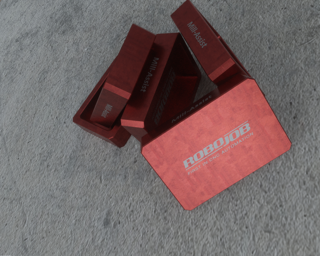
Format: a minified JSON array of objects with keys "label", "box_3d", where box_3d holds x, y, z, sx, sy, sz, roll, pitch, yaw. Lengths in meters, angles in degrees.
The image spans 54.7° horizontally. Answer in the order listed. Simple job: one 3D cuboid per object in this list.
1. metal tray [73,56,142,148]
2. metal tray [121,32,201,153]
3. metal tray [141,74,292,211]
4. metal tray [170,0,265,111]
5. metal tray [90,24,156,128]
[{"label":"metal tray","box_3d":[-0.059,-0.044,0.458,0.090,0.030,0.130,22,73,35]},{"label":"metal tray","box_3d":[0.008,-0.040,0.383,0.030,0.090,0.130,7,65,31]},{"label":"metal tray","box_3d":[0.057,0.016,0.323,0.130,0.090,0.030,-34,17,6]},{"label":"metal tray","box_3d":[0.069,-0.090,0.379,0.030,0.090,0.130,-39,50,20]},{"label":"metal tray","box_3d":[-0.051,-0.060,0.394,0.130,0.030,0.090,-39,29,66]}]
